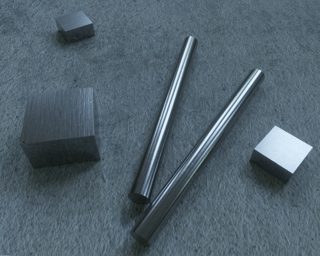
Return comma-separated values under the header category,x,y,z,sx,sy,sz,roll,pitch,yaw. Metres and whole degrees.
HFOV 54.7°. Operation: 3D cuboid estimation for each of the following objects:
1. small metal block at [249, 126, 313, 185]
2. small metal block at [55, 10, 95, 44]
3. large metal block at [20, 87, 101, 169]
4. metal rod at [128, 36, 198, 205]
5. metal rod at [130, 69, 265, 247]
category,x,y,z,sx,sy,sz,roll,pitch,yaw
small metal block,0.147,0.032,0.378,0.050,0.025,0.050,35,58,25
small metal block,-0.152,-0.181,0.553,0.050,0.025,0.050,-26,55,-20
large metal block,-0.120,-0.001,0.387,0.081,0.050,0.080,-7,50,-6
metal rod,0.015,-0.034,0.431,0.025,0.025,0.300,12,51,9
metal rod,0.064,0.016,0.390,0.025,0.025,0.301,27,55,21
